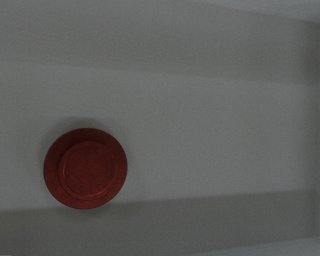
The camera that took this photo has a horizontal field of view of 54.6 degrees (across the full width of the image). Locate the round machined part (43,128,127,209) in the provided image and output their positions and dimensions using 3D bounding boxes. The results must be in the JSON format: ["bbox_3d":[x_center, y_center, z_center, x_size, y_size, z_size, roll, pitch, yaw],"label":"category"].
[{"bbox_3d":[-0.087,0.049,0.370,0.099,0.042,0.097,0,90,-20],"label":"round machined part"}]
